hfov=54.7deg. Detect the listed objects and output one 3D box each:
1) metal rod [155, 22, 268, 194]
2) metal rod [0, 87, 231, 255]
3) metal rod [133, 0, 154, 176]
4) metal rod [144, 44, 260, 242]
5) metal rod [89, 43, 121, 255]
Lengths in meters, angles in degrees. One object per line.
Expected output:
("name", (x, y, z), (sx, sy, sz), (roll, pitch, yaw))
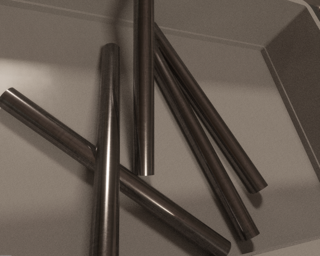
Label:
("metal rod", (0.061, -0.038, 0.463), (0.025, 0.025, 0.299), (-23, 74, -36))
("metal rod", (-0.046, 0.054, 0.348), (0.301, 0.025, 0.025), (36, 51, -5))
("metal rod", (-0.019, -0.094, 0.373), (0.025, 0.025, 0.298), (1, 87, -28))
("metal rod", (0.049, 0.008, 0.428), (0.025, 0.025, 0.299), (-15, 69, -34))
("metal rod", (-0.057, 0.006, 0.343), (0.025, 0.025, 0.300), (13, 47, -22))
